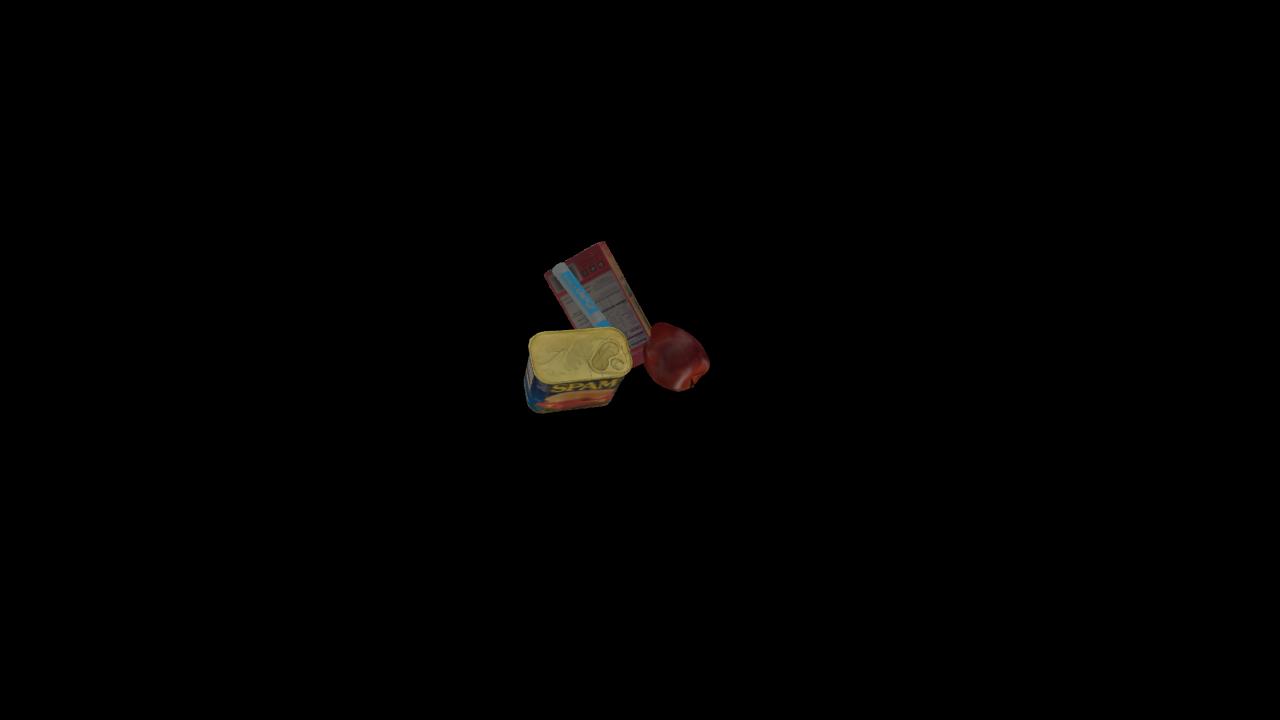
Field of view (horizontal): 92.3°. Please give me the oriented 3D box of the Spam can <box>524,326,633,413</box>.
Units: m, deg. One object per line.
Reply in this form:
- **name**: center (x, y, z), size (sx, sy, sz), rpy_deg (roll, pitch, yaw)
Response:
- **Spam can**: center (-0.068, 0.012, 0.637), size (0.101, 0.058, 0.085), rpy_deg (-5, -25, -19)

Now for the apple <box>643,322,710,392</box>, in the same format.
- **apple**: center (0.040, -0.003, 0.757), size (0.079, 0.093, 0.079), rpy_deg (-32, -24, -16)

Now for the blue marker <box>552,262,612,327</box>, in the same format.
- **blue marker**: center (-0.063, -0.065, 0.714), size (0.020, 0.121, 0.020), rpy_deg (-33, -20, -13)

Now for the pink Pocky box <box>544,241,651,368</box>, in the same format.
- **pink Pocky box**: center (-0.044, -0.059, 0.758), size (0.084, 0.155, 0.029), rpy_deg (-25, 10, 22)
